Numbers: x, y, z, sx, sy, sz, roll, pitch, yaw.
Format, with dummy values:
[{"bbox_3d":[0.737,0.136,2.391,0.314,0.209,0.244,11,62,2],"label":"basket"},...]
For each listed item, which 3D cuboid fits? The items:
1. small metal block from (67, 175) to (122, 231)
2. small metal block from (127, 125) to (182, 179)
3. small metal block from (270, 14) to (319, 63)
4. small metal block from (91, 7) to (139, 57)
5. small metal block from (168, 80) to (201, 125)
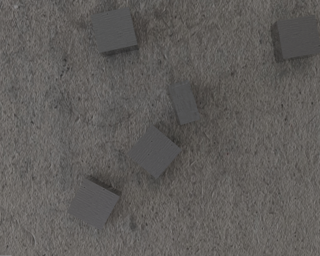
[{"bbox_3d":[-0.086,0.098,0.409,0.050,0.025,0.050,28,90,0],"label":"small metal block"},{"bbox_3d":[-0.007,0.031,0.410,0.050,0.025,0.050,41,90,0],"label":"small metal block"},{"bbox_3d":[0.179,-0.118,0.411,0.050,0.025,0.050,-10,90,0],"label":"small metal block"},{"bbox_3d":[-0.059,-0.126,0.409,0.050,0.025,0.050,-13,90,0],"label":"small metal block"},{"bbox_3d":[0.030,-0.031,0.398,0.025,0.050,0.050,-17,90,0],"label":"small metal block"}]
